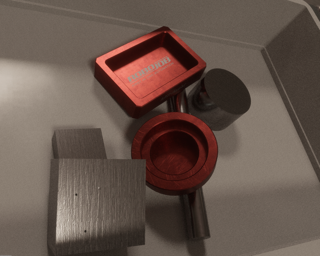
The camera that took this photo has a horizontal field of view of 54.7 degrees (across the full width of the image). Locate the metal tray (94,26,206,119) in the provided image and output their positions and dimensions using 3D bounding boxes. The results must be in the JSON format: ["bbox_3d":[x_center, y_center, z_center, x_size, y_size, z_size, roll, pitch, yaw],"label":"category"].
[{"bbox_3d":[-0.012,-0.080,0.425,0.131,0.030,0.090,-35,74,-29],"label":"metal tray"}]

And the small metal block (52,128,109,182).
[{"bbox_3d":[-0.089,0.029,0.341,0.050,0.025,0.050,-2,63,-29],"label":"small metal block"}]

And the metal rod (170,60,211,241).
[{"bbox_3d":[0.031,-0.004,0.426,0.025,0.025,0.299,8,58,-25],"label":"metal rod"}]

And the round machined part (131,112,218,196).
[{"bbox_3d":[0.018,0.033,0.368,0.099,0.042,0.098,-2,62,4],"label":"round machined part"}]

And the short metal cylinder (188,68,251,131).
[{"bbox_3d":[0.088,-0.042,0.465,0.081,0.050,0.080,14,56,-21],"label":"short metal cylinder"}]

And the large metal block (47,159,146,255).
[{"bbox_3d":[-0.061,0.070,0.298,0.081,0.050,0.080,4,83,-27],"label":"large metal block"}]
